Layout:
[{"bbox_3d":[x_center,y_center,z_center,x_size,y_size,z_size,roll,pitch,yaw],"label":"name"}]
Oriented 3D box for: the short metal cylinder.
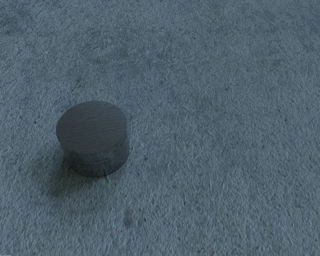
[{"bbox_3d":[-0.079,0.013,0.376,0.080,0.050,0.080,0,50,0],"label":"short metal cylinder"}]
